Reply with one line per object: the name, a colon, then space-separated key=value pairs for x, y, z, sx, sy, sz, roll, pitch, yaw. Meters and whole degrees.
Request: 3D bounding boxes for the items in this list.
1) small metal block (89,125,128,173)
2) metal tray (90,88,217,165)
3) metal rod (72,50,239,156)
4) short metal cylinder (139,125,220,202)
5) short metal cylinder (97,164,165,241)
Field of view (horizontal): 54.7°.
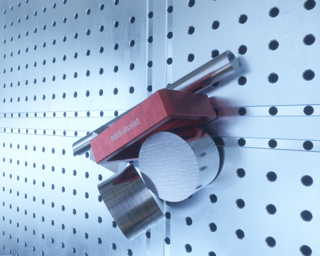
small metal block: x=-0.072 y=0.031 z=0.447 sx=0.050 sy=0.025 sz=0.050 roll=26 pitch=123 yaw=17
metal tray: x=-0.010 y=0.002 z=0.370 sx=0.130 sy=0.091 sz=0.030 roll=-33 pitch=70 yaw=35
metal rod: x=-0.028 y=-0.020 z=0.427 sx=0.299 sy=0.025 sz=0.025 roll=-27 pitch=73 yaw=36
short metal cylinder: x=0.022 y=0.040 z=0.363 sx=0.080 sy=0.050 sz=0.079 roll=7 pitch=103 yaw=35
short metal cylinder: x=-0.036 y=0.092 z=0.389 sx=0.050 sy=0.080 sz=0.080 roll=-31 pitch=64 yaw=-9
